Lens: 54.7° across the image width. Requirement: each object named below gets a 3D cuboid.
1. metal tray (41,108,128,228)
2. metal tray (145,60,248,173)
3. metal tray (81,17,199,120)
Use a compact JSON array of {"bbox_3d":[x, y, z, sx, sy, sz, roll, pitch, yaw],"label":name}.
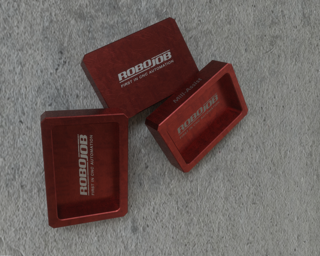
[{"bbox_3d":[-0.084,0.045,0.356,0.091,0.030,0.129,-4,108,-20],"label":"metal tray"},{"bbox_3d":[0.053,-0.016,0.407,0.130,0.030,0.090,-42,127,-15],"label":"metal tray"},{"bbox_3d":[-0.022,-0.074,0.398,0.131,0.030,0.090,-30,100,-18],"label":"metal tray"}]
